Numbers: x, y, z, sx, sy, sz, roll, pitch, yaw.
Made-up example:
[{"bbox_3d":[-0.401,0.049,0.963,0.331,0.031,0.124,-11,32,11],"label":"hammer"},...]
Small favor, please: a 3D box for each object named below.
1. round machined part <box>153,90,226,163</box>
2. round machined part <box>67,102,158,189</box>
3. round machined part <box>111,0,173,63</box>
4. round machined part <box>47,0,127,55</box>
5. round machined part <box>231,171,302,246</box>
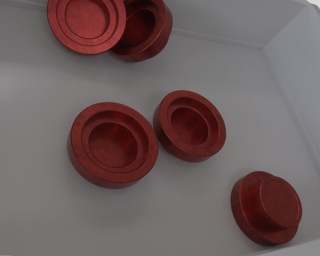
[{"bbox_3d":[0.035,0.001,0.413,0.099,0.042,0.098,14,56,-21],"label":"round machined part"},{"bbox_3d":[-0.055,0.022,0.351,0.099,0.042,0.098,14,56,-21],"label":"round machined part"},{"bbox_3d":[-0.026,-0.137,0.441,0.042,0.098,0.098,31,40,-58],"label":"round machined part"},{"bbox_3d":[-0.096,-0.146,0.411,0.099,0.042,0.097,-3,99,-16],"label":"round machined part"},{"bbox_3d":[0.147,0.102,0.411,0.099,0.042,0.098,14,56,-21],"label":"round machined part"}]
